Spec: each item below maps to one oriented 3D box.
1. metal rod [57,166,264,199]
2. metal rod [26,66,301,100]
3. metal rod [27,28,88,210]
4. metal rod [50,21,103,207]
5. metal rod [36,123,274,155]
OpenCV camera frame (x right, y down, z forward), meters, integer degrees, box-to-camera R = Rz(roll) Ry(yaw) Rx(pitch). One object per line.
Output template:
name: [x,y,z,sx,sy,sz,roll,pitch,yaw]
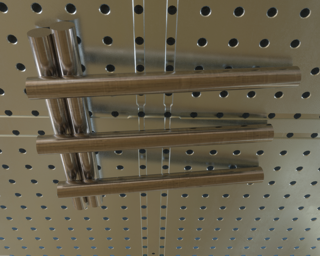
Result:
metal rod: [0.005,0.080,0.461,0.302,0.025,0.025,-3,131,-6]
metal rod: [0.009,-0.052,0.349,0.302,0.025,0.025,-3,130,-6]
metal rod: [-0.129,0.013,0.420,0.025,0.025,0.298,1,130,-1]
metal rod: [-0.104,0.008,0.416,0.025,0.025,0.298,1,130,-1]
metal rod: [-0.001,0.014,0.403,0.302,0.025,0.025,-3,131,-6]
